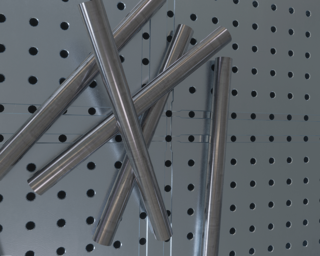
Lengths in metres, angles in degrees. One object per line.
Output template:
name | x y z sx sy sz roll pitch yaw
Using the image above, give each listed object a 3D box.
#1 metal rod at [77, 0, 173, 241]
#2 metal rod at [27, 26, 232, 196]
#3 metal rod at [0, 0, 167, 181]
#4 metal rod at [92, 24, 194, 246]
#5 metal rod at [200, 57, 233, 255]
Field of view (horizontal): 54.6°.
metal rod | -0.032 0.009 0.361 0.025 0.025 0.299 -23 113 -18
metal rod | -0.031 -0.026 0.381 0.301 0.025 0.025 -40 103 -8
metal rod | -0.094 -0.062 0.377 0.025 0.025 0.300 43 77 -15
metal rod | -0.019 0.003 0.405 0.025 0.025 0.299 24 82 -19
metal rod | 0.080 0.050 0.441 0.025 0.025 0.298 5 88 -20
